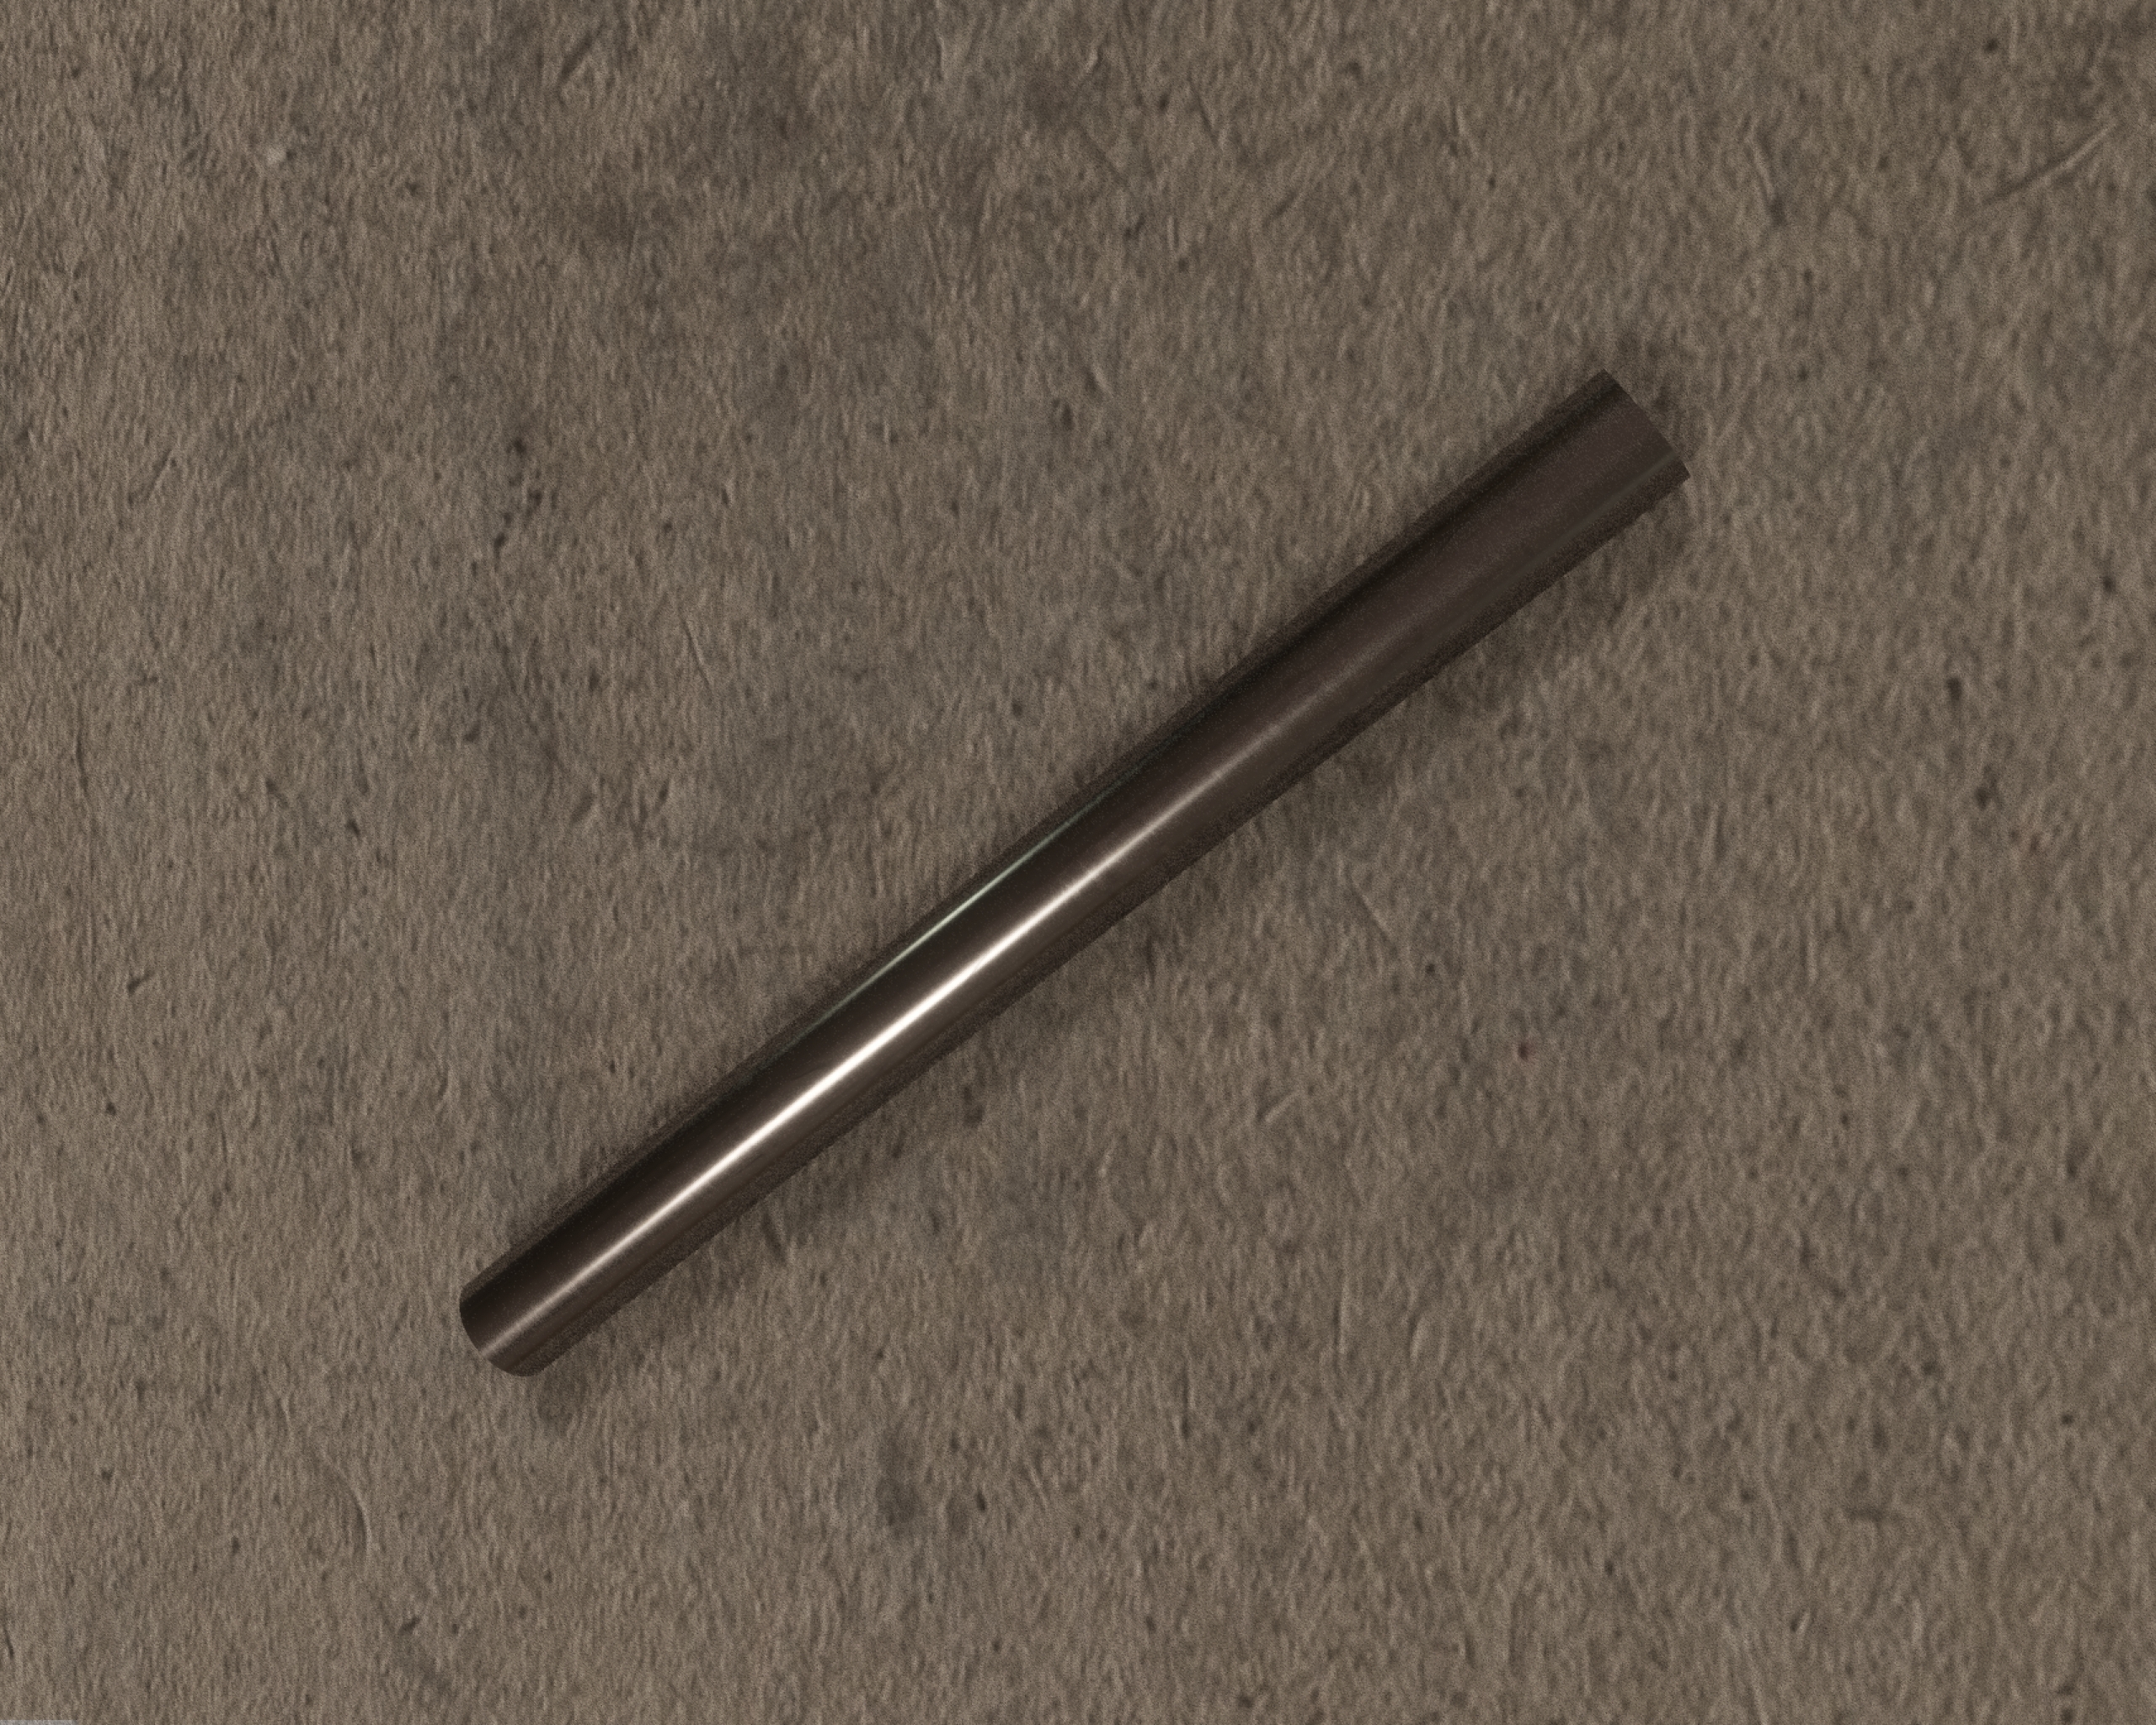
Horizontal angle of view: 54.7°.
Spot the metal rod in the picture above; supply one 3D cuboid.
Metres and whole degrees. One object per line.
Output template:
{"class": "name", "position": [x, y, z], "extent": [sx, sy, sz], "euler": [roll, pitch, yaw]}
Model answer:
{"class": "metal rod", "position": [-0.011, 0.011, 0.414], "extent": [0.300, 0.025, 0.025], "euler": [-38, 78, 15]}
